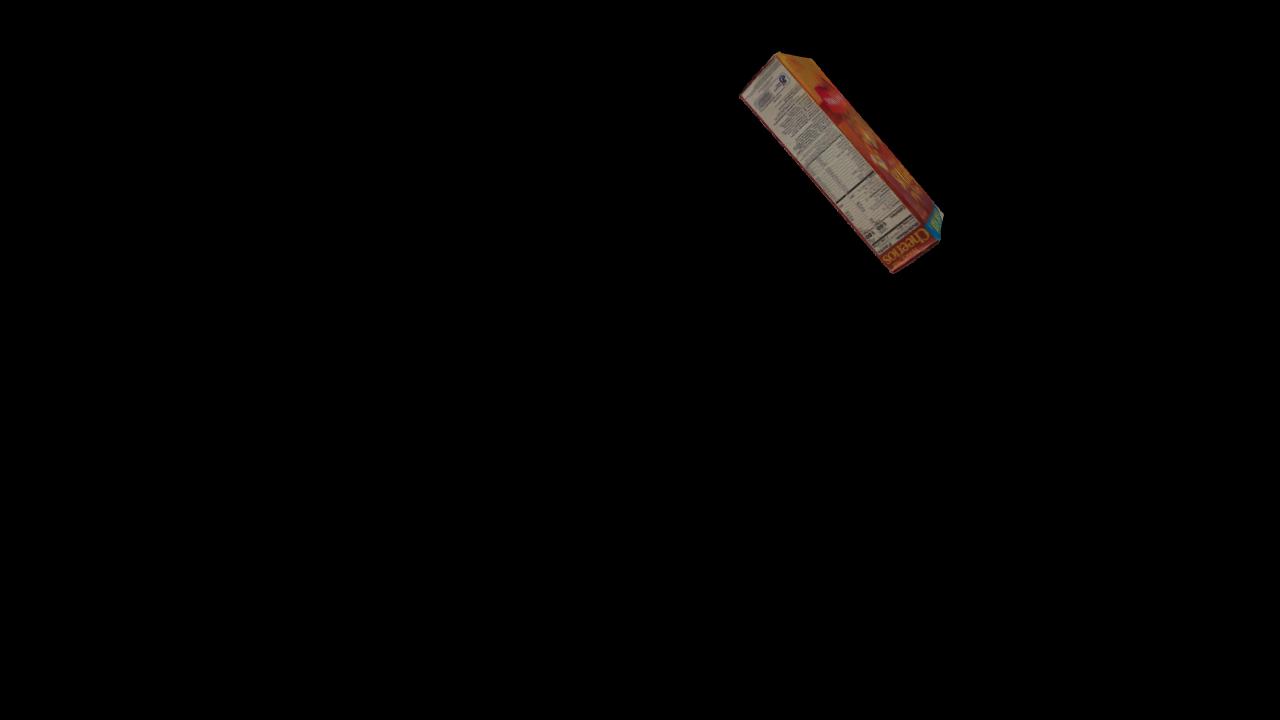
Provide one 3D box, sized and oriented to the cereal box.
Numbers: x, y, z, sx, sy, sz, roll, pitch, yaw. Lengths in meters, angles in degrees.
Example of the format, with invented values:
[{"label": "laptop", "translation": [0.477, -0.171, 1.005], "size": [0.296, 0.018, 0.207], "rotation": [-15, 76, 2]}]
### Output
[{"label": "cereal box", "translation": [0.285, -0.273, 0.835], "size": [0.081, 0.306, 0.203], "rotation": [-42, -2, 34]}]
